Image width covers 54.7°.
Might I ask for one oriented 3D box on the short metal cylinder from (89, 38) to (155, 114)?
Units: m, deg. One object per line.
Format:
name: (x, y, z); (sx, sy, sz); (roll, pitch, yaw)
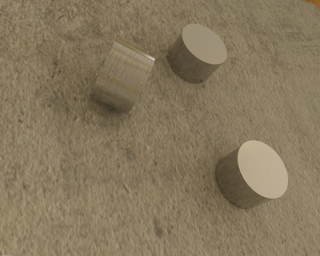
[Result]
short metal cylinder: (-0.047, -0.063, 0.383); (0.050, 0.080, 0.080); (25, 53, -13)

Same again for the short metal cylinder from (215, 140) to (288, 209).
short metal cylinder: (0.123, 0.063, 0.417); (0.081, 0.050, 0.080); (14, 56, -21)

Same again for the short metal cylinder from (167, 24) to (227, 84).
short metal cylinder: (0.059, -0.118, 0.493); (0.081, 0.050, 0.080); (14, 56, -21)
